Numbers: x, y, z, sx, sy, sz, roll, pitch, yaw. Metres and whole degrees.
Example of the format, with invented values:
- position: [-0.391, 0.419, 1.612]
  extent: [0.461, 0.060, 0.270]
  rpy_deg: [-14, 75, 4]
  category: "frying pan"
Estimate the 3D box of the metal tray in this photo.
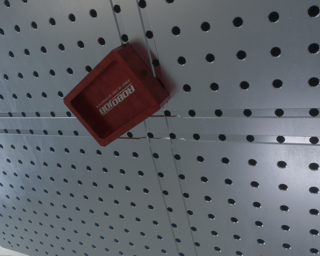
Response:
- position: [-0.062, -0.039, 0.417]
  extent: [0.130, 0.030, 0.090]
  rpy_deg: [-32, 101, 38]
  category: "metal tray"
